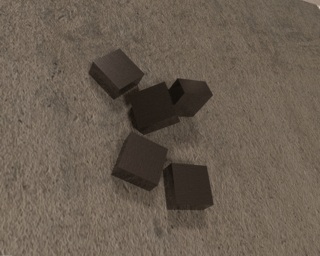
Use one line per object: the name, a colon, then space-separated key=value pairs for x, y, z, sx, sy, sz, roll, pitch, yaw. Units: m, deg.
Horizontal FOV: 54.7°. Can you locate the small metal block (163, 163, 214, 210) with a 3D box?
small metal block: x=0.034 y=0.072 z=0.379 sx=0.050 sy=0.025 sz=0.050 roll=8 pitch=58 yaw=-25

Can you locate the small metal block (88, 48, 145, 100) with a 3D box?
small metal block: x=-0.058 y=-0.073 z=0.418 sx=0.050 sy=0.025 sz=0.050 roll=46 pitch=51 yaw=4

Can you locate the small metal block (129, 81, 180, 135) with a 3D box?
small metal block: x=-0.007 y=-0.025 z=0.400 sx=0.050 sy=0.025 sz=0.050 roll=-20 pitch=67 yaw=7

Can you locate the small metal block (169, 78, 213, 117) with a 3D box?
small metal block: x=0.036 y=-0.041 z=0.428 sx=0.050 sy=0.050 sz=0.025 roll=0 pitch=55 yaw=-36

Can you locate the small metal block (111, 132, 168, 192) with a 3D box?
small metal block: x=-0.023 y=0.040 z=0.368 sx=0.050 sy=0.025 sz=0.050 roll=26 pitch=52 yaw=-12
